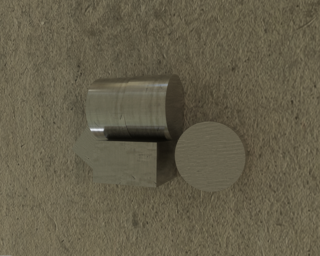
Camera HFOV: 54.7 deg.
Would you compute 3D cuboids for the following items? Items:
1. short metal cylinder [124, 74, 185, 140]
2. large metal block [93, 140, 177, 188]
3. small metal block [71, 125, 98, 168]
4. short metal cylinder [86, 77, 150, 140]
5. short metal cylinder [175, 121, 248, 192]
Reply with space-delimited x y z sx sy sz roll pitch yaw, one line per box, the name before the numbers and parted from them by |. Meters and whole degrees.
short metal cylinder | -0.004 -0.025 0.383 0.050 0.080 0.079 1 90 20
large metal block | -0.028 0.040 0.391 0.080 0.080 0.050 1 91 20
small metal block | -0.089 0.026 0.442 0.050 0.025 0.050 39 102 15
short metal cylinder | -0.051 -0.025 0.400 0.050 0.080 0.079 1 90 20
short metal cylinder | 0.064 0.032 0.374 0.080 0.050 0.079 0 90 20
